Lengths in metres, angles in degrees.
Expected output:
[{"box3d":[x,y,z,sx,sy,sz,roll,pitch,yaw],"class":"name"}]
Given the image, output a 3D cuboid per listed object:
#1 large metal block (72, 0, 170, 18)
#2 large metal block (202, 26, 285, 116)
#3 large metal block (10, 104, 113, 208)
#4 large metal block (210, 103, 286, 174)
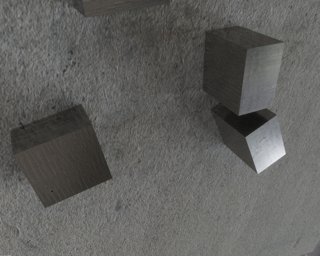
[{"box3d":[-0.041,-0.151,0.275,0.081,0.050,0.079,-18,126,-18],"class":"large metal block"},{"box3d":[0.097,-0.073,0.379,0.050,0.080,0.079,-15,125,-20],"class":"large metal block"},{"box3d":[-0.109,0.031,0.350,0.081,0.050,0.080,-23,127,-15],"class":"large metal block"},{"box3d":[0.126,0.005,0.443,0.050,0.080,0.080,-35,129,-6],"class":"large metal block"}]
